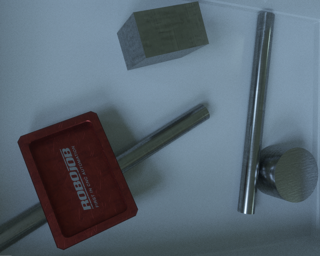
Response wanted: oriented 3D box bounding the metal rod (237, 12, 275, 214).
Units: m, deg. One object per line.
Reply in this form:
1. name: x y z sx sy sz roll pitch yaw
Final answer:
1. metal rod: 0.145 -0.023 0.465 0.025 0.025 0.298 8 87 -20

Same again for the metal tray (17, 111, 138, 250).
1. metal tray: -0.092 0.056 0.351 0.091 0.030 0.130 -22 80 -16

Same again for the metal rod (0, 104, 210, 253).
1. metal rod: -0.061 0.052 0.388 0.302 0.025 0.025 -32 101 -18

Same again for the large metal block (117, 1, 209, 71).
1. large metal block: 0.001 -0.111 0.382 0.081 0.080 0.050 -18 96 -20

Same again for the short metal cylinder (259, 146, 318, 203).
1. short metal cylinder: 0.189 0.068 0.469 0.081 0.050 0.079 0 90 -21
